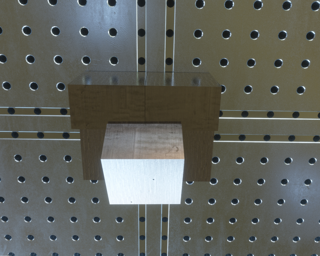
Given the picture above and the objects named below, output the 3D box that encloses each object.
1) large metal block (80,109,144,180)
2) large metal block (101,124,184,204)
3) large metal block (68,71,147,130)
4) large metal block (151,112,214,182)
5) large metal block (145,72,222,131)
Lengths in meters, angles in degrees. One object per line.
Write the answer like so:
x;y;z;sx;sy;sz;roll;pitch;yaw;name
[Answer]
-0.057;0.021;0.405;0.081;0.050;0.079;1;110;-1;large metal block
-0.017;0.041;0.344;0.081;0.050;0.079;0;134;-1;large metal block
-0.057;-0.035;0.369;0.081;0.080;0.050;1;110;-1;large metal block
0.025;0.022;0.406;0.081;0.050;0.079;1;110;-1;large metal block
0.024;-0.034;0.371;0.081;0.080;0.050;1;110;-1;large metal block
